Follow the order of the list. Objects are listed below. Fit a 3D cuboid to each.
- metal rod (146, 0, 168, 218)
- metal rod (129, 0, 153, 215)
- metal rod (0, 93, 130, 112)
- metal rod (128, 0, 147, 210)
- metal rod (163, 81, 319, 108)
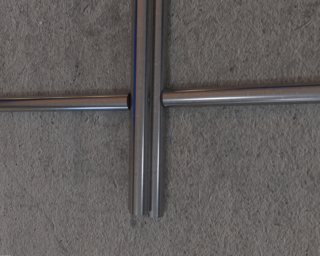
[{"bbox_3d":[-0.004,-0.033,0.412,0.025,0.025,0.298,1,90,19],"label":"metal rod"},{"bbox_3d":[-0.024,-0.041,0.396,0.025,0.025,0.298,1,90,19],"label":"metal rod"},{"bbox_3d":[-0.182,-0.037,0.472,0.301,0.025,0.025,1,90,19],"label":"metal rod"},{"bbox_3d":[-0.028,-0.039,0.420,0.025,0.025,0.298,1,90,19],"label":"metal rod"},{"bbox_3d":[0.150,-0.040,0.357,0.301,0.025,0.025,0,90,19],"label":"metal rod"}]
